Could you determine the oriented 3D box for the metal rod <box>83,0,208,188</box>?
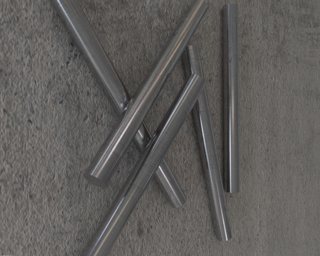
[{"bbox_3d":[-0.003,-0.063,0.376,0.025,0.025,0.300,48,54,-30],"label":"metal rod"}]

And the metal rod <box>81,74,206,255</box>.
[{"bbox_3d":[-0.027,0.064,0.356,0.025,0.025,0.300,40,73,-33],"label":"metal rod"}]

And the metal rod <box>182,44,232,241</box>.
[{"bbox_3d":[0.071,0.028,0.464,0.025,0.025,0.298,-19,102,-38],"label":"metal rod"}]

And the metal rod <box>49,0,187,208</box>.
[{"bbox_3d":[-0.040,-0.022,0.370,0.025,0.025,0.299,-42,116,-32],"label":"metal rod"}]

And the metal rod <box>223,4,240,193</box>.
[{"bbox_3d":[0.115,-0.047,0.500,0.025,0.025,0.298,-1,91,-40],"label":"metal rod"}]
